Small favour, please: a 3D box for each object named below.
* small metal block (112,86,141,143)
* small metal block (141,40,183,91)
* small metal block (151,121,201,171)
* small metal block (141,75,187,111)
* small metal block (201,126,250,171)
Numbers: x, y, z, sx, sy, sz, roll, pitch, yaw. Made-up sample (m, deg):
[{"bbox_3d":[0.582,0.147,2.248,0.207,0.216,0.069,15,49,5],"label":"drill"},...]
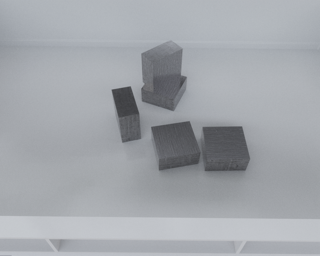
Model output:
[{"bbox_3d":[-0.044,-0.017,0.403,0.025,0.050,0.050,-12,51,-10],"label":"small metal block"},{"bbox_3d":[0.003,-0.086,0.429,0.050,0.050,0.025,-31,57,-24],"label":"small metal block"},{"bbox_3d":[0.018,0.022,0.387,0.050,0.025,0.050,-9,51,-8],"label":"small metal block"},{"bbox_3d":[0.007,-0.057,0.453,0.050,0.025,0.050,19,52,14],"label":"small metal block"},{"bbox_3d":[0.079,0.025,0.385,0.050,0.025,0.050,-1,50,-1],"label":"small metal block"}]
